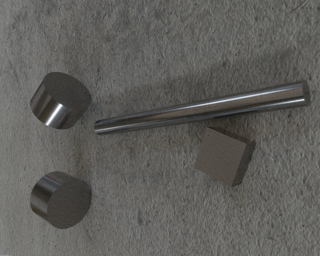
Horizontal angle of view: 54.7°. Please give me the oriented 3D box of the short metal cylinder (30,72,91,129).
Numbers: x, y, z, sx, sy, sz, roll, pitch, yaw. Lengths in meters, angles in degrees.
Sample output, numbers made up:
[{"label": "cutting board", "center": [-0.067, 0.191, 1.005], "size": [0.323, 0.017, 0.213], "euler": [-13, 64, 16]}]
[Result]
[{"label": "short metal cylinder", "center": [-0.160, -0.044, 0.501], "size": [0.050, 0.081, 0.080], "euler": [-45, 63, 31]}]

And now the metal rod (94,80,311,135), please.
[{"label": "metal rod", "center": [0.023, -0.017, 0.386], "size": [0.300, 0.025, 0.025], "euler": [-8, 85, 39]}]

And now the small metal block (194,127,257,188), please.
[{"label": "small metal block", "center": [0.072, 0.031, 0.346], "size": [0.050, 0.025, 0.050], "euler": [26, 106, 37]}]

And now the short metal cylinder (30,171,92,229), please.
[{"label": "short metal cylinder", "center": [-0.159, 0.115, 0.500], "size": [0.050, 0.081, 0.079], "euler": [12, 98, 39]}]
